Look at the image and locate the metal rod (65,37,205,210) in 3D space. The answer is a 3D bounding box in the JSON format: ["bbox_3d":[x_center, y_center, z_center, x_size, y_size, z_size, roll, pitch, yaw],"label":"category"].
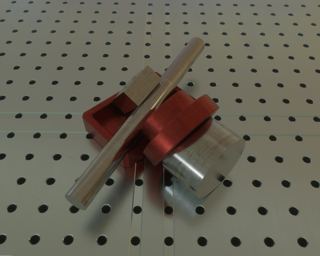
[{"bbox_3d":[-0.013,-0.028,0.391,0.025,0.025,0.301,22,53,17],"label":"metal rod"}]

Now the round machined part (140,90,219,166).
[{"bbox_3d":[0.017,-0.005,0.351,0.099,0.098,0.042,-39,82,-28],"label":"round machined part"}]

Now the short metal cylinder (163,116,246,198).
[{"bbox_3d":[0.049,0.030,0.345,0.080,0.080,0.050,-36,59,-27],"label":"short metal cylinder"}]

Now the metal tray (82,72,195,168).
[{"bbox_3d":[-0.024,-0.017,0.417,0.131,0.030,0.090,-36,59,-27],"label":"metal tray"}]

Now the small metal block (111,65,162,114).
[{"bbox_3d":[-0.031,-0.049,0.404,0.025,0.050,0.050,44,66,-13],"label":"small metal block"}]
